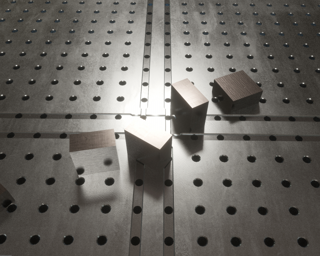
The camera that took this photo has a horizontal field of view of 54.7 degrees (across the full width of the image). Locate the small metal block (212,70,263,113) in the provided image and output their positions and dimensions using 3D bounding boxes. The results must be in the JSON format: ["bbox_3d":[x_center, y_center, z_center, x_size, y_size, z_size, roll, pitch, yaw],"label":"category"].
[{"bbox_3d":[0.113,-0.054,0.455,0.050,0.025,0.050,-20,53,-16],"label":"small metal block"}]

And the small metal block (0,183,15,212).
[{"bbox_3d":[-0.200,0.077,0.340,0.050,0.025,0.050,32,57,24],"label":"small metal block"}]

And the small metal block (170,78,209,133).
[{"bbox_3d":[0.038,-0.030,0.417,0.025,0.050,0.050,-24,54,-19],"label":"small metal block"}]

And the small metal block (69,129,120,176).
[{"bbox_3d":[-0.076,0.029,0.366,0.050,0.050,0.025,-8,51,-7],"label":"small metal block"}]

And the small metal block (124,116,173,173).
[{"bbox_3d":[-0.014,0.021,0.374,0.050,0.050,0.025,28,55,21],"label":"small metal block"}]
